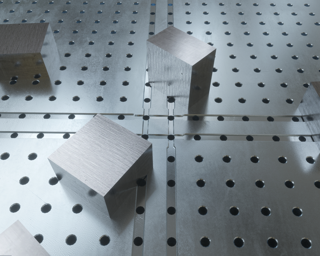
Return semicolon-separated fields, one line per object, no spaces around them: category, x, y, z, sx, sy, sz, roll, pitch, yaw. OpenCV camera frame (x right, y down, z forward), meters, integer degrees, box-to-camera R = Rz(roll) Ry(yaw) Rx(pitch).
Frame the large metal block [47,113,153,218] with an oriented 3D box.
large metal block;-0.065;0.040;0.357;0.080;0.050;0.080;28;56;22

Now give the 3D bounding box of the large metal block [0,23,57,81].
large metal block;-0.217;-0.122;0.494;0.080;0.050;0.080;-3;50;-3

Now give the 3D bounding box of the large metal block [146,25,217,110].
large metal block;0.028;-0.087;0.445;0.080;0.080;0.050;36;59;26

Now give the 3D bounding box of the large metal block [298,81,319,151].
large metal block;0.243;-0.017;0.407;0.080;0.050;0.080;-3;50;-3

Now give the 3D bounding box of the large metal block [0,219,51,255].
large metal block;-0.125;0.137;0.257;0.050;0.080;0.080;34;58;25
